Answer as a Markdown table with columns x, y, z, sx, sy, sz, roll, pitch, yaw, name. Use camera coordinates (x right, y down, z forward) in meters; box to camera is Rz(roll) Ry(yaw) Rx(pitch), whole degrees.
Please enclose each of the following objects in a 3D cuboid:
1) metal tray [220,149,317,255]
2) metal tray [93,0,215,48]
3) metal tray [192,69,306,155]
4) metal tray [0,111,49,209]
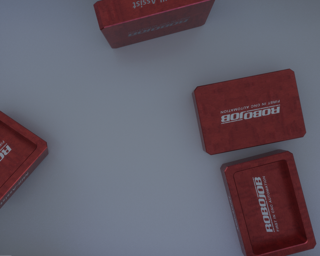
| x | y | z | sx | sy | sz | roll | pitch | yaw | name |
| --- | --- | --- | --- | --- | --- | --- | --- | --- | --- |
| 0.141 | 0.102 | 0.409 | 0.090 | 0.030 | 0.129 | -15 | 90 | 0 | metal tray |
| -0.006 | -0.138 | 0.378 | 0.131 | 0.090 | 0.030 | -15 | 90 | 0 | metal tray |
| 0.115 | -0.021 | 0.410 | 0.131 | 0.030 | 0.089 | -11 | 90 | 0 | metal tray |
| -0.215 | 0.048 | 0.378 | 0.090 | 0.030 | 0.130 | 35 | 62 | 0 | metal tray |
